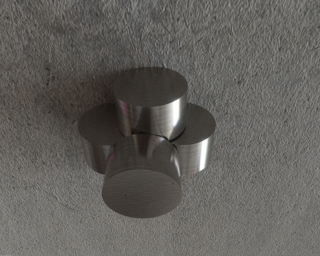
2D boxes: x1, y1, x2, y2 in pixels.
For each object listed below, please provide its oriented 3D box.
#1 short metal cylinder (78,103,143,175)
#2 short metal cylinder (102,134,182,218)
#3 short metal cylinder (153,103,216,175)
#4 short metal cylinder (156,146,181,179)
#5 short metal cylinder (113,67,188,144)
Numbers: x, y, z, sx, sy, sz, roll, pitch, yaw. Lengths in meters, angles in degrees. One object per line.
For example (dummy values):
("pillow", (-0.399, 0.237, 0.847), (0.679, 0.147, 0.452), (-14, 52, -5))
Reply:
("short metal cylinder", (-0.056, 0.012, 0.382), (0.081, 0.080, 0.050), (-1, 130, 0))
("short metal cylinder", (-0.018, 0.052, 0.331), (0.081, 0.050, 0.079), (0, 130, 0))
("short metal cylinder", (0.026, 0.012, 0.383), (0.081, 0.080, 0.050), (0, 130, 0))
("short metal cylinder", (-0.011, 0.050, 0.415), (0.081, 0.080, 0.050), (0, 130, -1))
("short metal cylinder", (-0.010, -0.027, 0.349), (0.081, 0.080, 0.050), (-1, 130, 0))
